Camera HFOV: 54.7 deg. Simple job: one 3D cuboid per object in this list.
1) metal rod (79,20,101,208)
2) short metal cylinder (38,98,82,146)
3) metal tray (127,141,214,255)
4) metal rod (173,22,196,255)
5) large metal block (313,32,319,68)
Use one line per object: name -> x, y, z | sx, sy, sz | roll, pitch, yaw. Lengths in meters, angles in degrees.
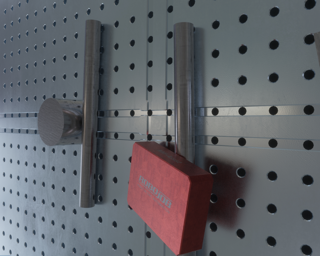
metal rod -> -0.113, -0.021, 0.502 | 0.025, 0.025, 0.298 | 4, 93, 40
short metal cylinder -> -0.165, -0.010, 0.529 | 0.080, 0.050, 0.079 | 0, 90, 40
metal tray -> 0.005, 0.076, 0.372 | 0.130, 0.030, 0.089 | 26, 112, 56
metal rod -> 0.031, 0.022, 0.383 | 0.025, 0.025, 0.298 | -1, 89, 40
large metal block -> 0.178, -0.045, 0.246 | 0.080, 0.050, 0.080 | -12, 82, 39
